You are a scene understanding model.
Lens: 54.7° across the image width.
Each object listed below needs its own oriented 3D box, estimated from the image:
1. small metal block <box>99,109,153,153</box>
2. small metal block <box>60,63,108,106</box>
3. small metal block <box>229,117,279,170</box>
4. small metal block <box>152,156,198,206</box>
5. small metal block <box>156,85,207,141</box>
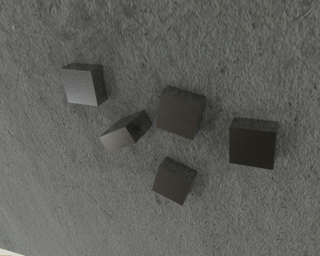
[{"bbox_3d":[-0.045,0.004,0.417,0.050,0.050,0.025,-20,108,35],"label":"small metal block"},{"bbox_3d":[-0.103,-0.060,0.424,0.050,0.025,0.050,9,122,23],"label":"small metal block"},{"bbox_3d":[0.109,0.017,0.360,0.050,0.025,0.050,7,122,24],"label":"small metal block"},{"bbox_3d":[0.021,0.076,0.443,0.050,0.025,0.050,25,127,12],"label":"small metal block"},{"bbox_3d":[0.026,-0.019,0.382,0.050,0.025,0.050,20,126,16],"label":"small metal block"}]
